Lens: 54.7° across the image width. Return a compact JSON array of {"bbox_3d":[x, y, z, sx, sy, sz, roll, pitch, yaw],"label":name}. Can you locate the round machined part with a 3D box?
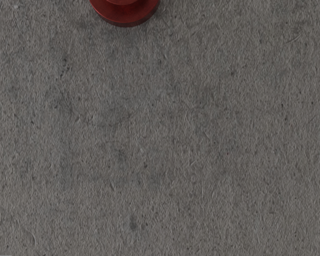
[{"bbox_3d":[-0.047,-0.185,0.401,0.099,0.042,0.097,0,90,0],"label":"round machined part"}]
